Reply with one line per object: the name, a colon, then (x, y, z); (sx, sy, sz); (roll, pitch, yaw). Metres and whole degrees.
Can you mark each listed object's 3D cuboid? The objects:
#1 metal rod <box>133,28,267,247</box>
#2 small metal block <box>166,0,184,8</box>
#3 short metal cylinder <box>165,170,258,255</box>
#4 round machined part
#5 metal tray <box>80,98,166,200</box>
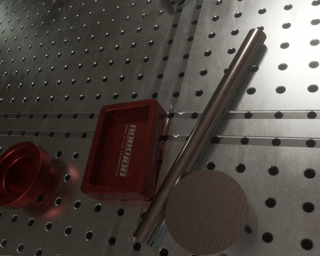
metal rod: (0.056, 0.000, 0.378); (0.025, 0.025, 0.300); (21, 72, 35)
small metal block: (0.028, -0.247, 0.543); (0.050, 0.025, 0.050); (-35, 52, 5)
short metal cylinder: (0.052, 0.088, 0.310); (0.080, 0.050, 0.080); (-13, 56, 21)
round machined part: (-0.199, 0.072, 0.455); (0.098, 0.042, 0.098); (-13, 56, 20)
metal tray: (-0.046, 0.027, 0.410); (0.090, 0.030, 0.130); (-6, 59, 25)
